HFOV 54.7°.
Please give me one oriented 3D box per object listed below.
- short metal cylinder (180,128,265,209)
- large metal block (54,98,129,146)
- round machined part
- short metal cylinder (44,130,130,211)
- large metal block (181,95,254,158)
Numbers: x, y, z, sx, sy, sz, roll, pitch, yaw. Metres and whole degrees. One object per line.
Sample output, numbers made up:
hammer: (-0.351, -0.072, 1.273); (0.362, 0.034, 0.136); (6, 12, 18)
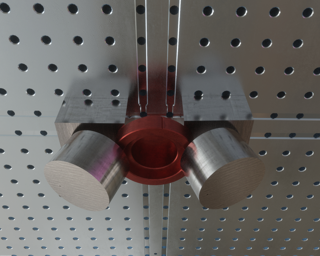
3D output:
short metal cylinder: (0.070, 0.046, 0.352); (0.081, 0.050, 0.079); (-13, 132, -15)
large metal block: (-0.082, 0.008, 0.401); (0.081, 0.050, 0.079); (0, 130, -1)
round machined part: (-0.007, 0.023, 0.381); (0.099, 0.042, 0.097); (0, 130, 0)
short metal cylinder: (-0.082, 0.049, 0.353); (0.080, 0.050, 0.079); (14, 133, 16)
large metal block: (0.068, 0.005, 0.400); (0.080, 0.050, 0.079); (-1, 130, 0)
